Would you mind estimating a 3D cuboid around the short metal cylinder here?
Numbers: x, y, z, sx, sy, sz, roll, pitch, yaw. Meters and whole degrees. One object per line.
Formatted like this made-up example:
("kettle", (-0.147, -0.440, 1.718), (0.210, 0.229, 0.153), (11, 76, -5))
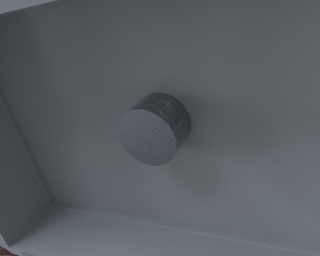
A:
("short metal cylinder", (-0.007, 0.001, 0.397), (0.080, 0.050, 0.080), (13, 124, 21))
